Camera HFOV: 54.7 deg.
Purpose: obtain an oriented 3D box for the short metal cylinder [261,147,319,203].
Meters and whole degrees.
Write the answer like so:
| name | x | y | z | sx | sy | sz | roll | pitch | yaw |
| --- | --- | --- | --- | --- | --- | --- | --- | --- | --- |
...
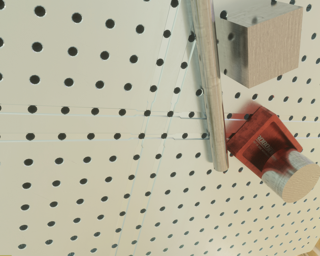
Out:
| name | x | y | z | sx | sy | sz | roll | pitch | yaw |
| --- | --- | --- | --- | --- | --- | --- | --- | --- | --- |
| short metal cylinder | 0.221 | 0.079 | 0.525 | 0.081 | 0.050 | 0.079 | -14 | 124 | -21 |

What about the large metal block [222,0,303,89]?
| name | x | y | z | sx | sy | sz | roll | pitch | yaw |
| --- | --- | --- | --- | --- | --- | --- | --- | --- | --- |
| large metal block | 0.131 | -0.108 | 0.399 | 0.081 | 0.050 | 0.080 | -24 | 127 | -14 |

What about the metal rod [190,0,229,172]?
| name | x | y | z | sx | sy | sz | roll | pitch | yaw |
| --- | --- | --- | --- | --- | --- | --- | --- | --- | --- |
| metal rod | 0.070 | -0.054 | 0.415 | 0.025 | 0.025 | 0.298 | -25 | 128 | -13 |

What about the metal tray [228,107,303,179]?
| name | x | y | z | sx | sy | sz | roll | pitch | yaw |
| --- | --- | --- | --- | --- | --- | --- | --- | --- | --- |
| metal tray | 0.179 | 0.034 | 0.526 | 0.090 | 0.030 | 0.130 | -48 | 129 | 6 |
